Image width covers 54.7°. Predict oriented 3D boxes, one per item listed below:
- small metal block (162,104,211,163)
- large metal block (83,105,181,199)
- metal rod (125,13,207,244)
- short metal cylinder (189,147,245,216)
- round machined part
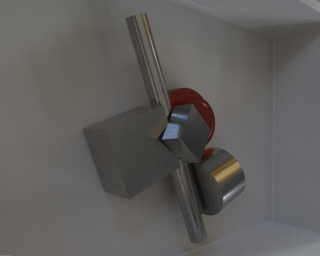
[{"bbox_3d":[0.033,0.007,0.372,0.050,0.025,0.050,50,49,-37],"label":"small metal block"},{"bbox_3d":[-0.030,0.024,0.361,0.081,0.050,0.080,-26,107,-37],"label":"large metal block"},{"bbox_3d":[0.013,0.011,0.390,0.025,0.025,0.298,-26,107,-37],"label":"metal rod"},{"bbox_3d":[0.069,0.073,0.430,0.050,0.080,0.080,-26,107,-37],"label":"short metal cylinder"},{"bbox_3d":[0.038,-0.007,0.427,0.099,0.042,0.097,0,90,-40],"label":"round machined part"}]
